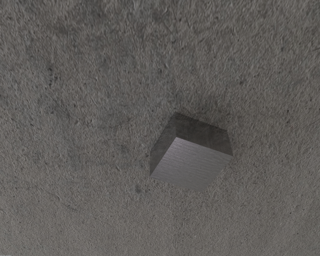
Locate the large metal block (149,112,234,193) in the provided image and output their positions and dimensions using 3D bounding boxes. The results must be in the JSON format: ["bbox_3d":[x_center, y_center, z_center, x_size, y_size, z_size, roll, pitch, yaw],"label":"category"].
[{"bbox_3d":[0.039,0.035,0.420,0.080,0.050,0.080,19,128,-16],"label":"large metal block"}]
